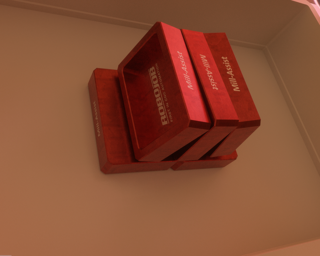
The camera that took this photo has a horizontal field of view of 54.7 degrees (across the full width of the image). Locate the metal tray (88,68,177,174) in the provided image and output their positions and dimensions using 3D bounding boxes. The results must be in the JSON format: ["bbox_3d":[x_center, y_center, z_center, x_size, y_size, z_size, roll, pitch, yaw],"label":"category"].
[{"bbox_3d":[-0.035,-0.011,0.387,0.091,0.030,0.130,0,62,-28],"label":"metal tray"}]

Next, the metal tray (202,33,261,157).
[{"bbox_3d":[0.070,-0.040,0.382,0.030,0.090,0.130,-7,65,-15],"label":"metal tray"}]

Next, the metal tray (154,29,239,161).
[{"bbox_3d":[0.034,-0.038,0.362,0.030,0.090,0.130,0,60,-28],"label":"metal tray"}]

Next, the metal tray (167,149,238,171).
[{"bbox_3d":[0.046,-0.009,0.430,0.091,0.030,0.130,0,62,-28],"label":"metal tray"}]

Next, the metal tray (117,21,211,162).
[{"bbox_3d":[-0.002,-0.038,0.342,0.030,0.090,0.130,8,57,-39],"label":"metal tray"}]
